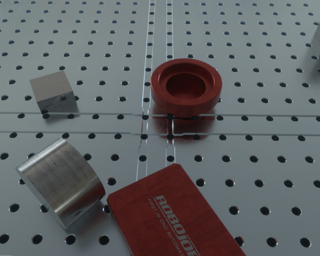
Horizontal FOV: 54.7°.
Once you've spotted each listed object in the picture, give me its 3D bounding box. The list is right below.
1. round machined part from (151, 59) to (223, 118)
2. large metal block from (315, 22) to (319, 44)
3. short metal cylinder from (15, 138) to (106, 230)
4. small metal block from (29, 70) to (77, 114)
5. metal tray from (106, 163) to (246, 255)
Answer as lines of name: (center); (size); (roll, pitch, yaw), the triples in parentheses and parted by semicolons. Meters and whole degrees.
round machined part: (0.036, -0.052, 0.441); (0.099, 0.042, 0.098); (0, 50, 0)
large metal block: (0.325, -0.180, 0.525); (0.080, 0.080, 0.050); (2, 50, 2)
short metal cylinder: (-0.103, 0.057, 0.323); (0.080, 0.080, 0.050); (36, 59, 26)
small metal block: (-0.156, -0.053, 0.451); (0.050, 0.025, 0.050); (-21, 53, -17)
metal tray: (0.013, 0.107, 0.314); (0.091, 0.030, 0.130); (-23, 54, -19)
